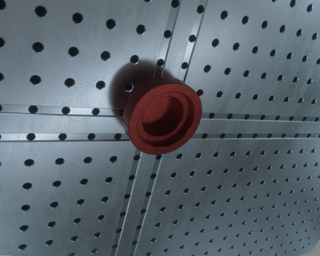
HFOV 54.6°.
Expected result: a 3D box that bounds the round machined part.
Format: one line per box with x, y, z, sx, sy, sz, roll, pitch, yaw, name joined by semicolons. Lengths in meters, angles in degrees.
0.000;-0.018;0.388;0.099;0.042;0.097;-14;124;-21;round machined part
